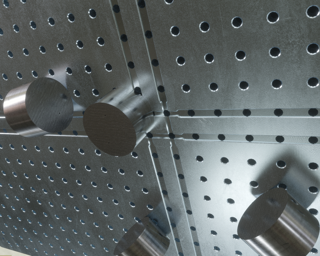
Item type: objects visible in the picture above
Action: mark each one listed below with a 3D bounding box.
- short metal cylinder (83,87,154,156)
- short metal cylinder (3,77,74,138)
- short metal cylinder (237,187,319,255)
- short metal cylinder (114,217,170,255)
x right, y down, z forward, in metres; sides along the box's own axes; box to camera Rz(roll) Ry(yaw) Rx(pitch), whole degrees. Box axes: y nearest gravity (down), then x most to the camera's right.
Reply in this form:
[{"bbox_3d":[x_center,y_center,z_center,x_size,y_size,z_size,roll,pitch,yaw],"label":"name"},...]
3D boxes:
[{"bbox_3d":[-0.055,-0.009,0.419,0.080,0.050,0.079,13,124,21],"label":"short metal cylinder"},{"bbox_3d":[-0.174,-0.029,0.450,0.050,0.080,0.080,-10,113,32],"label":"short metal cylinder"},{"bbox_3d":[0.141,0.119,0.375,0.050,0.080,0.080,43,129,-2],"label":"short metal cylinder"},{"bbox_3d":[-0.030,0.195,0.512,0.050,0.080,0.080,47,129,-5],"label":"short metal cylinder"}]
